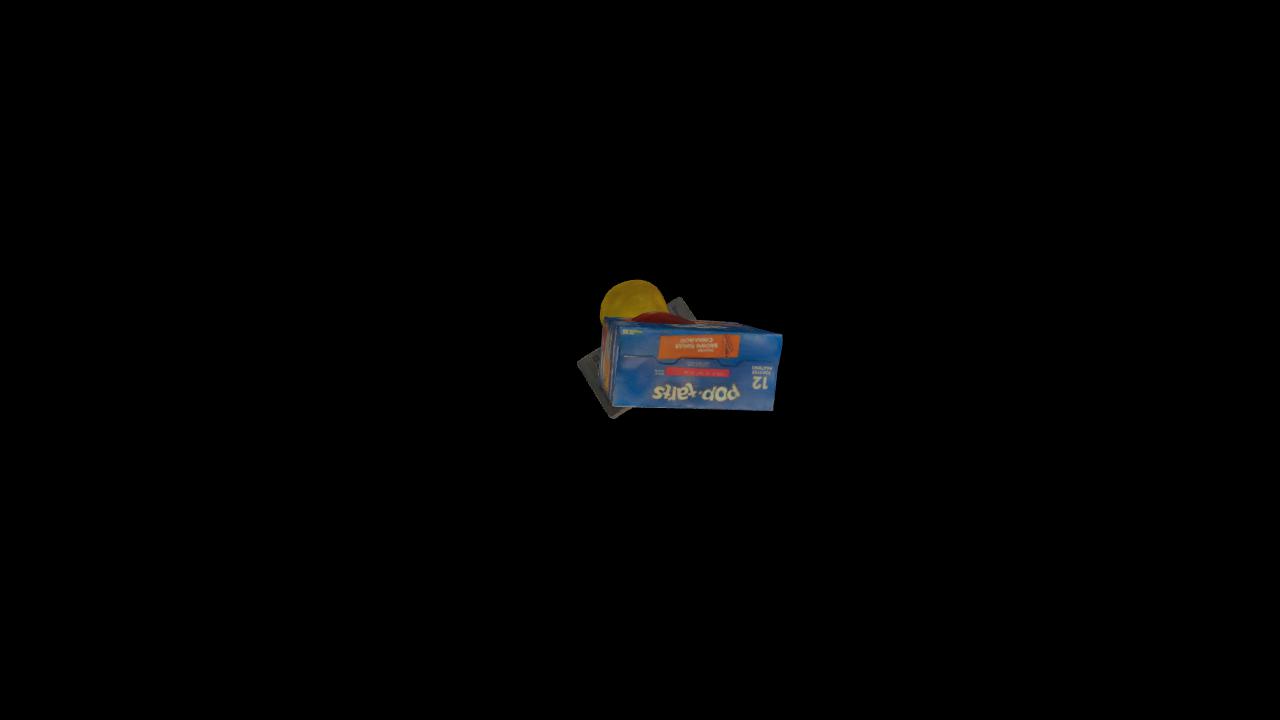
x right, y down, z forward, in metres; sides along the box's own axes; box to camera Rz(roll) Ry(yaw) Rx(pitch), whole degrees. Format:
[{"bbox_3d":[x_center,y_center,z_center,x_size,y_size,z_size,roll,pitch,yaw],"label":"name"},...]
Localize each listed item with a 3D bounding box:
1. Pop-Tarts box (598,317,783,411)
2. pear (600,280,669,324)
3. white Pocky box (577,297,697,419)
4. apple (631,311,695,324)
[{"bbox_3d":[0.046,-0.001,0.666,0.167,0.083,0.141,2,9,-10],"label":"Pop-Tarts box"},{"bbox_3d":[0.010,-0.048,0.707,0.111,0.080,0.080,26,15,33],"label":"pear"},{"bbox_3d":[0.008,-0.003,0.756,0.154,0.084,0.028,-33,-14,2],"label":"white Pocky box"},{"bbox_3d":[0.022,-0.012,0.644,0.093,0.079,0.079,-3,0,-5],"label":"apple"}]
